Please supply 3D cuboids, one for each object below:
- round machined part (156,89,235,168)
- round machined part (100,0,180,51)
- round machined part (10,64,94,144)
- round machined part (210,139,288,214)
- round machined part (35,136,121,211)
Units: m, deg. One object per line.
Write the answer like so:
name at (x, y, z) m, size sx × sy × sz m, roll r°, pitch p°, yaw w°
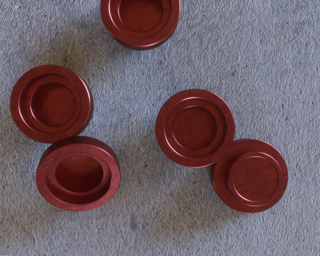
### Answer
round machined part at (0.044, 0.000, 0.402) m, size 0.099 × 0.042 × 0.097 m, roll 0°, pitch 90°, yaw 0°
round machined part at (-0.024, -0.149, 0.401) m, size 0.099 × 0.042 × 0.097 m, roll 0°, pitch 90°, yaw 0°
round machined part at (-0.135, -0.030, 0.400) m, size 0.099 × 0.042 × 0.097 m, roll 0°, pitch 90°, yaw 0°
round machined part at (0.118, 0.063, 0.402) m, size 0.099 × 0.042 × 0.097 m, roll 0°, pitch 90°, yaw 0°
round machined part at (-0.100, 0.053, 0.388) m, size 0.099 × 0.042 × 0.097 m, roll -5°, pitch 116°, yaw -9°
